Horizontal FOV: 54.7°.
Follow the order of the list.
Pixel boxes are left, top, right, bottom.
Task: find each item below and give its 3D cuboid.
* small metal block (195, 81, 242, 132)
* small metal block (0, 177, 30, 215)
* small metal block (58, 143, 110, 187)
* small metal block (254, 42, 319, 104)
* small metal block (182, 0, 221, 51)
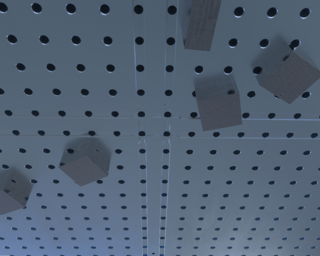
[{"bbox_3d":[0.074,-0.026,0.390,0.050,0.025,0.050,-11,130,8],"label":"small metal block"},{"bbox_3d":[-0.252,0.112,0.503,0.050,0.025,0.050,-20,128,16],"label":"small metal block"},{"bbox_3d":[-0.111,0.055,0.457,0.050,0.025,0.050,-23,127,18],"label":"small metal block"},{"bbox_3d":[0.149,-0.063,0.361,0.050,0.025,0.050,26,125,-21],"label":"small metal block"},{"bbox_3d":[0.038,-0.110,0.302,0.025,0.050,0.050,4,130,-4],"label":"small metal block"}]
